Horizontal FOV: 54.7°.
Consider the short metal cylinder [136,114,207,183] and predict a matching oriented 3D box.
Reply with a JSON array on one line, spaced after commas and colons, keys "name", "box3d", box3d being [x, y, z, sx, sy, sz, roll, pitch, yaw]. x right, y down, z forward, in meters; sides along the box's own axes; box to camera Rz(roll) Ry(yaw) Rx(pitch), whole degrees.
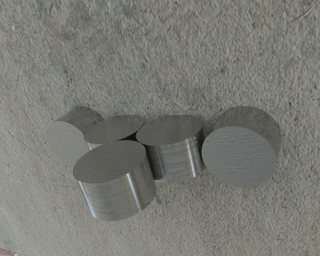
[{"name": "short metal cylinder", "box3d": [0.016, 0.023, 0.379, 0.080, 0.080, 0.050, 0, 118, 28]}]

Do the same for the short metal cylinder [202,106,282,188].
[{"name": "short metal cylinder", "box3d": [0.094, 0.021, 0.355, 0.080, 0.050, 0.079, 13, 124, 20]}]

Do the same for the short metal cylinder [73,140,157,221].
[{"name": "short metal cylinder", "box3d": [-0.049, 0.056, 0.343, 0.080, 0.080, 0.050, 1, 120, 28]}]

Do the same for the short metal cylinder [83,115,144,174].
[{"name": "short metal cylinder", "box3d": [-0.055, 0.022, 0.415, 0.080, 0.080, 0.050, 0, 119, 28]}]

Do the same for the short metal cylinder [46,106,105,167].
[{"name": "short metal cylinder", "box3d": [-0.120, 0.013, 0.464, 0.080, 0.050, 0.079, 13, 124, 20]}]
